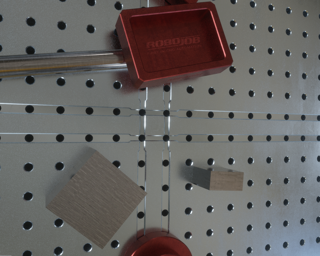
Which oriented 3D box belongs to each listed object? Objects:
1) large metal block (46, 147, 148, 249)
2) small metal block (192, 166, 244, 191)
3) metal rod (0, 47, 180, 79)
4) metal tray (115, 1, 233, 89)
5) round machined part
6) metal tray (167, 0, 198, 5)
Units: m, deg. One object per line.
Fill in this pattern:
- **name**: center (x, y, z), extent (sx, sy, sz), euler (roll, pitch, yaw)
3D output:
- **large metal block**: center (-0.077, 0.081, 0.372), extent (0.080, 0.050, 0.080), euler (44, 76, -15)
- **small metal block**: center (0.080, 0.070, 0.430), extent (0.050, 0.050, 0.025), euler (5, 89, -20)
- **metal rod**: center (-0.116, -0.078, 0.369), extent (0.303, 0.025, 0.025), euler (-9, 93, -20)
- **metal tray**: center (0.019, -0.106, 0.391), extent (0.131, 0.030, 0.090), euler (-14, 84, -21)
- **round machined part**: center (0.001, 0.191, 0.405), extent (0.099, 0.042, 0.097), euler (0, 90, -21)
- **metal tray**: center (0.011, -0.232, 0.414), extent (0.130, 0.030, 0.090), euler (34, 79, -17)
